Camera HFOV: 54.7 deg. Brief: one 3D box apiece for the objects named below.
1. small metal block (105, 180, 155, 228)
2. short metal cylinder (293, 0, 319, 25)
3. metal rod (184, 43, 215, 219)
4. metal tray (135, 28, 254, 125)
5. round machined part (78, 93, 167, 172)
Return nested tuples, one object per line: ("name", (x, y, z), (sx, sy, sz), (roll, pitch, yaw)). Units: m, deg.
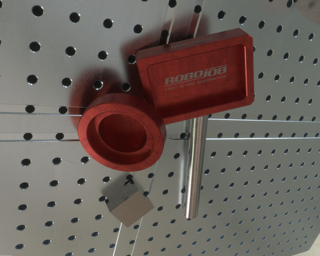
("small metal block", (-0.044, 0.113, 0.458), (0.050, 0.025, 0.050), (-37, 130, -4))
("short metal cylinder", (0.213, -0.176, 0.385), (0.050, 0.080, 0.080), (-39, 130, -2))
("metal rod", (0.055, 0.020, 0.455), (0.025, 0.025, 0.298), (-13, 124, -22))
("metal tray", (0.044, -0.059, 0.370), (0.131, 0.030, 0.089), (-13, 123, -2))
("round machined part", (-0.041, 0.001, 0.360), (0.099, 0.042, 0.097), (6, 127, 8))
